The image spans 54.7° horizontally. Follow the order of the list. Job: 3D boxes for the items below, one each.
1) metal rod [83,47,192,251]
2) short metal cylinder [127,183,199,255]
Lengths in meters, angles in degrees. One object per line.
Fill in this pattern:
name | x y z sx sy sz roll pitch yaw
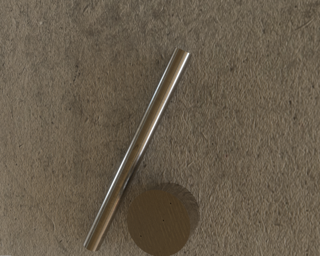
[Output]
metal rod | -0.034 0.035 0.419 0.025 0.025 0.298 28 99 17
short metal cylinder | 0.006 0.114 0.393 0.080 0.050 0.079 0 90 19
